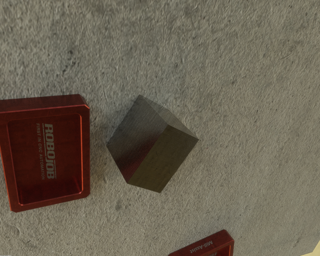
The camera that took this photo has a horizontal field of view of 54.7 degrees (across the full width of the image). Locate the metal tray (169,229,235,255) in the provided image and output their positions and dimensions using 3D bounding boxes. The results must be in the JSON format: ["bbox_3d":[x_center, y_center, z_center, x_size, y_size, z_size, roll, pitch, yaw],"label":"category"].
[{"bbox_3d":[0.081,0.262,0.610,0.131,0.030,0.089,-17,125,-19],"label":"metal tray"}]

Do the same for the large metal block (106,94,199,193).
[{"bbox_3d":[-0.012,0.018,0.375,0.050,0.080,0.080,26,104,-37],"label":"large metal block"}]

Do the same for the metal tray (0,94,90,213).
[{"bbox_3d":[-0.128,0.029,0.351,0.091,0.030,0.129,-8,122,-25],"label":"metal tray"}]
